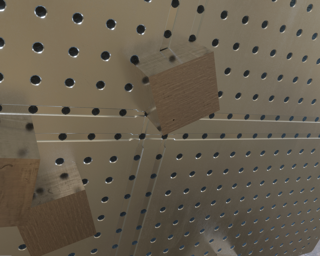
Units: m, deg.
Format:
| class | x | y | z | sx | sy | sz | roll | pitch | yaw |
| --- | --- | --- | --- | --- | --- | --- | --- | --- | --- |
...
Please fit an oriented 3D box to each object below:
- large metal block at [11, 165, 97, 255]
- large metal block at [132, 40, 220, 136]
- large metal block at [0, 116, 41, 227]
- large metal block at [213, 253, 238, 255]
| class | x | y | z | sx | sy | sz | roll | pitch | yaw |
| --- | --- | --- | --- | --- | --- | --- | --- | --- | --- |
| large metal block | -0.131 | 0.103 | 0.387 | 0.081 | 0.050 | 0.080 | -17 | 125 | -19 |
| large metal block | 0.021 | -0.050 | 0.375 | 0.080 | 0.050 | 0.080 | -24 | 127 | -14 |
| large metal block | -0.159 | 0.042 | 0.314 | 0.050 | 0.080 | 0.079 | 6 | 116 | -31 |
| large metal block | 0.135 | 0.321 | 0.666 | 0.080 | 0.050 | 0.080 | 24 | 105 | -37 |
